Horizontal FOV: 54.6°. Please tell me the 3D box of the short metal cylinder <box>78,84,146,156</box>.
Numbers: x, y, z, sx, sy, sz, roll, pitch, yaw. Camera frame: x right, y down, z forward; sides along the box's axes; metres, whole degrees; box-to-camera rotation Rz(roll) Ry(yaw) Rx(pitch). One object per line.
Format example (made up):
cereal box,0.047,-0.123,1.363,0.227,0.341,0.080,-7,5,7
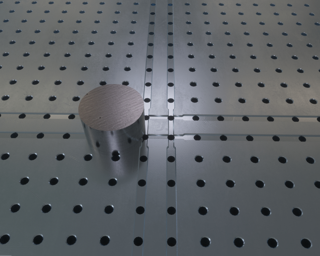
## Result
short metal cylinder,-0.060,-0.011,0.401,0.080,0.050,0.080,0,50,0
